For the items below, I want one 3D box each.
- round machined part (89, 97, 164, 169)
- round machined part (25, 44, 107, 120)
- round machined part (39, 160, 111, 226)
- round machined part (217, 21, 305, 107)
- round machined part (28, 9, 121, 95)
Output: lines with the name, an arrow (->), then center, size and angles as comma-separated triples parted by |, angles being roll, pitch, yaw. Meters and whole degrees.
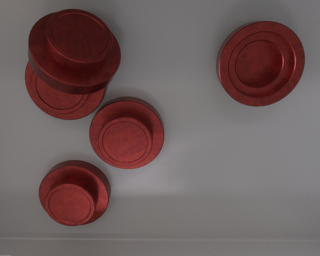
round machined part -> -0.044, 0.011, 0.406 | 0.099, 0.042, 0.097 | 0, 110, 0
round machined part -> -0.117, -0.055, 0.381 | 0.099, 0.042, 0.097 | 0, 110, 0
round machined part -> -0.122, 0.098, 0.437 | 0.099, 0.042, 0.097 | 0, 110, 0
round machined part -> 0.117, -0.078, 0.374 | 0.099, 0.042, 0.097 | 0, 110, 0
round machined part -> -0.090, -0.089, 0.338 | 0.098, 0.098, 0.042 | 29, 149, -10
